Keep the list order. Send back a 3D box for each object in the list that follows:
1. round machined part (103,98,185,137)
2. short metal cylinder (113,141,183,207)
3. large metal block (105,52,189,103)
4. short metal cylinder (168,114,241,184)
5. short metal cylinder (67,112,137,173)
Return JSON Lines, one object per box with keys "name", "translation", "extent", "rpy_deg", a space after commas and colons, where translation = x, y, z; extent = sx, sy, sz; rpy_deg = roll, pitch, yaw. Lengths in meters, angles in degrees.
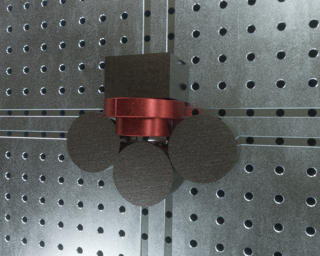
{"name": "round machined part", "translation": [-0.020, -0.011, 0.379], "extent": [0.098, 0.098, 0.042], "rpy_deg": [2, 90, 20]}
{"name": "short metal cylinder", "translation": [-0.014, 0.057, 0.404], "extent": [0.080, 0.050, 0.079], "rpy_deg": [0, 90, 20]}
{"name": "large metal block", "translation": [-0.013, -0.058, 0.387], "extent": [0.080, 0.080, 0.050], "rpy_deg": [1, 91, 20]}
{"name": "short metal cylinder", "translation": [0.056, 0.024, 0.380], "extent": [0.080, 0.050, 0.079], "rpy_deg": [0, 90, 20]}
{"name": "short metal cylinder", "translation": [-0.080, 0.018, 0.428], "extent": [0.080, 0.050, 0.079], "rpy_deg": [0, 90, 20]}
